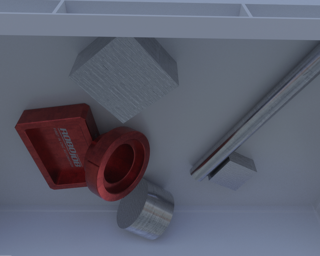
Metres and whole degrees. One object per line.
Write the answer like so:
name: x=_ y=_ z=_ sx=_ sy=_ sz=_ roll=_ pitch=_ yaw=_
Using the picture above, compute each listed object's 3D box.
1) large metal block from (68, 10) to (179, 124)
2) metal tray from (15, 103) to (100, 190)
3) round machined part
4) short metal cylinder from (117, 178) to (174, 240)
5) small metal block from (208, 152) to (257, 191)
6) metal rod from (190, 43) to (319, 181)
large metal block: x=-0.037 y=-0.064 z=0.338 sx=0.080 sy=0.050 sz=0.080 roll=-32 pitch=124 yaw=24
metal tray: x=-0.127 y=0.030 z=0.429 sx=0.091 sy=0.030 sz=0.129 roll=-6 pitch=130 yaw=5
round machined part: x=-0.061 y=0.043 z=0.410 sx=0.042 sy=0.098 sz=0.097 roll=22 pitch=140 yaw=33
short metal cylinder: x=-0.023 y=0.125 z=0.479 sx=0.050 sy=0.080 sz=0.080 roll=32 pitch=123 yaw=-25
small metal block: x=0.107 y=0.063 z=0.465 sx=0.050 sy=0.025 sz=0.050 roll=24 pitch=126 yaw=-19
metal rod: x=0.136 y=-0.026 z=0.389 sx=0.025 sy=0.025 sz=0.298 roll=26 pitch=125 yaw=-21
